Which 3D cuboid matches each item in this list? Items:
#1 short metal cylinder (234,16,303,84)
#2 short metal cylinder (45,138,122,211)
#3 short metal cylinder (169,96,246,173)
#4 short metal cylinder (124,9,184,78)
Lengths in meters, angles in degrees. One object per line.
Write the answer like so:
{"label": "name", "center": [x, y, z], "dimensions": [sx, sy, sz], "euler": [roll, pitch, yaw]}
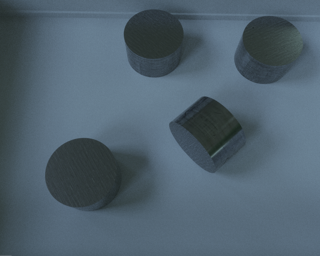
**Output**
{"label": "short metal cylinder", "center": [0.151, -0.109, 0.438], "dimensions": [0.081, 0.050, 0.080], "euler": [0, 70, 0]}
{"label": "short metal cylinder", "center": [-0.090, 0.057, 0.374], "dimensions": [0.081, 0.050, 0.080], "euler": [0, 70, 0]}
{"label": "short metal cylinder", "center": [0.057, 0.008, 0.378], "dimensions": [0.050, 0.080, 0.080], "euler": [-40, 75, -13]}
{"label": "short metal cylinder", "center": [-0.009, -0.119, 0.440], "dimensions": [0.081, 0.050, 0.080], "euler": [0, 70, 0]}
